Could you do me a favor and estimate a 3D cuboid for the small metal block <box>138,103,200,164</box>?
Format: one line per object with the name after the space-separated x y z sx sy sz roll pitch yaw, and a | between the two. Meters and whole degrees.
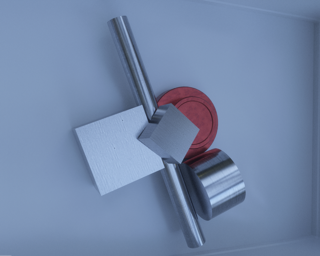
0.011 0.007 0.363 0.050 0.025 0.050 41 65 -23 | small metal block

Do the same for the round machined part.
0.035 -0.007 0.413 0.099 0.042 0.097 0 90 -21 | round machined part

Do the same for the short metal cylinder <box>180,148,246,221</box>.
0.065 0.073 0.405 0.050 0.080 0.080 -22 98 -19 | short metal cylinder

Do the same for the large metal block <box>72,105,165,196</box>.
-0.052 0.024 0.375 0.081 0.050 0.080 -22 98 -19 | large metal block

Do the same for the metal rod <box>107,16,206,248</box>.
-0.002 0.011 0.387 0.025 0.025 0.298 -22 98 -19 | metal rod
